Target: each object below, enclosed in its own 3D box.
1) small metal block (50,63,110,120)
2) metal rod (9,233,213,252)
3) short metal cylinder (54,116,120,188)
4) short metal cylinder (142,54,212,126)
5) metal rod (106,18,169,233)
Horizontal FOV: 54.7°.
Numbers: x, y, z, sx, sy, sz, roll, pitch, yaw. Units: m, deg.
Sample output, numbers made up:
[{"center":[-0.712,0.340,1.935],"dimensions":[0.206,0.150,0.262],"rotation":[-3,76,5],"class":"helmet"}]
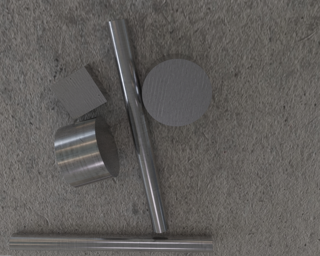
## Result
[{"center":[-0.100,-0.046,0.392],"dimensions":[0.050,0.025,0.050],"rotation":[-28,108,10],"class":"small metal block"},{"center":[-0.072,0.175,0.473],"dimensions":[0.302,0.025,0.025],"rotation":[1,110,-1],"class":"metal rod"},{"center":[-0.089,0.030,0.391],"dimensions":[0.050,0.080,0.080],"rotation":[-16,109,6],"class":"short metal cylinder"},{"center":[0.020,-0.048,0.379],"dimensions":[0.081,0.050,0.079],"rotation":[0,110,0],"class":"short metal cylinder"},{"center":[-0.025,0.011,0.413],"dimensions":[0.025,0.025,0.298],"rotation":[-10,110,3],"class":"metal rod"}]
